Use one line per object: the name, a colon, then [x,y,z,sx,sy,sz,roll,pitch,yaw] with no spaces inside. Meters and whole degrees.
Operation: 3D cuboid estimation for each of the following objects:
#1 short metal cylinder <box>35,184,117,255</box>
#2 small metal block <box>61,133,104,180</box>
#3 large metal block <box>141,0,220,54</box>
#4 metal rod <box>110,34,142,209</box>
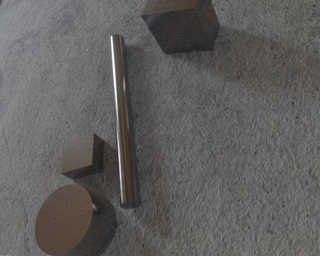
short metal cylinder: [-0.099,0.114,0.370,0.080,0.050,0.080,-13,56,21]
small metal block: [-0.108,0.040,0.436,0.050,0.025,0.050,-17,55,18]
large metal block: [0.032,-0.155,0.447,0.080,0.080,0.050,3,64,30]
metal rod: [-0.054,-0.031,0.451,0.025,0.025,0.299,-21,54,16]
